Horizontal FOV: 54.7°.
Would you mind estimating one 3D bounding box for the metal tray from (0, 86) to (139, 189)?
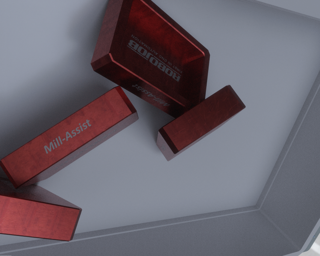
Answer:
[{"bbox_3d":[-0.086,0.010,0.325,0.130,0.090,0.030,-33,89,-4],"label":"metal tray"}]

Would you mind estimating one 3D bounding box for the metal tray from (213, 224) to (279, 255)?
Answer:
[{"bbox_3d":[0.175,0.248,0.596,0.091,0.130,0.030,-3,120,-27],"label":"metal tray"}]

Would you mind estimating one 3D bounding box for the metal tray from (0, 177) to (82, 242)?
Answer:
[{"bbox_3d":[-0.148,0.073,0.306,0.090,0.130,0.030,24,77,-37],"label":"metal tray"}]

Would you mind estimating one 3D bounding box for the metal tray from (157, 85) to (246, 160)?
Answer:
[{"bbox_3d":[0.042,0.000,0.378,0.090,0.030,0.130,-33,173,-7],"label":"metal tray"}]

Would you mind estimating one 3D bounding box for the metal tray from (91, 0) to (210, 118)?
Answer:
[{"bbox_3d":[-0.001,-0.073,0.327,0.131,0.030,0.090,28,61,-38],"label":"metal tray"}]
